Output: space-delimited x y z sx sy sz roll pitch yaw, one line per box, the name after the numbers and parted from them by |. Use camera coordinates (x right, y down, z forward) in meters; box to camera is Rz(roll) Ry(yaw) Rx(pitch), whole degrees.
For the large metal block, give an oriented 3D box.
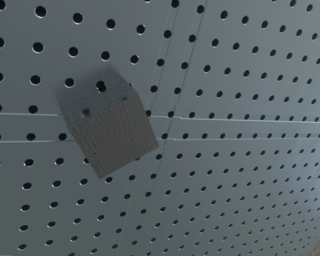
-0.057 0.000 0.363 0.080 0.050 0.080 -28 128 -10 | large metal block
